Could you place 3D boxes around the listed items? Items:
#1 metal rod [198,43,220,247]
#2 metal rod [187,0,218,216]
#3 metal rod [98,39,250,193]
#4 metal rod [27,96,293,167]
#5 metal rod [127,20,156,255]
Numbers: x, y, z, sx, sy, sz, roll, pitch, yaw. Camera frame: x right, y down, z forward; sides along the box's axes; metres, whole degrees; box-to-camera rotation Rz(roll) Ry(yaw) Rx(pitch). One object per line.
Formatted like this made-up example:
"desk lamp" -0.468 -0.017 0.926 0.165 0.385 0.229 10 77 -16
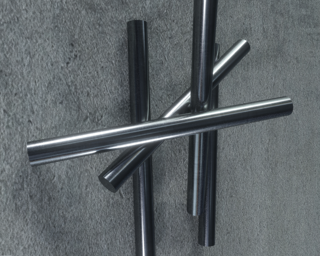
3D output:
"metal rod" 0.074 0.024 0.466 0.025 0.025 0.298 3 88 -40
"metal rod" 0.049 -0.014 0.382 0.025 0.025 0.298 -24 125 -37
"metal rod" 0.036 -0.033 0.400 0.301 0.025 0.025 -45 117 -31
"metal rod" 0.016 -0.001 0.344 0.302 0.025 0.025 -11 98 -17
"metal rod" -0.023 0.020 0.385 0.025 0.025 0.298 -4 92 -40
